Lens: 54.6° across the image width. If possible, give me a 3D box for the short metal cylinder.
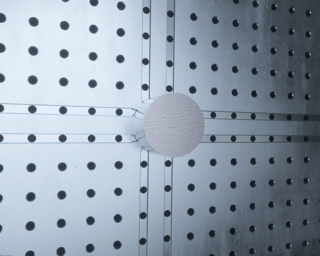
[{"bbox_3d":[0.010,-0.004,0.403,0.081,0.050,0.080,0,90,-20],"label":"short metal cylinder"}]
